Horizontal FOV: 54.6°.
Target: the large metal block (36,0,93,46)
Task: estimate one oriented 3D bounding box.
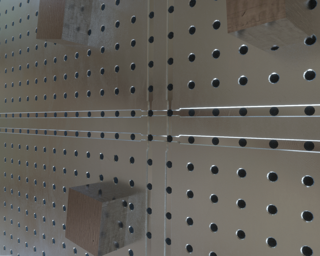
[{"bbox_3d":[-0.164,-0.187,0.531,0.080,0.050,0.080,14,99,39],"label":"large metal block"}]

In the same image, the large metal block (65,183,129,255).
[{"bbox_3d":[-0.098,0.137,0.476,0.080,0.050,0.080,10,96,39],"label":"large metal block"}]

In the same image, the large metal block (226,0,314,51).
[{"bbox_3d":[0.103,-0.124,0.289,0.050,0.081,0.080,-4,88,40],"label":"large metal block"}]
